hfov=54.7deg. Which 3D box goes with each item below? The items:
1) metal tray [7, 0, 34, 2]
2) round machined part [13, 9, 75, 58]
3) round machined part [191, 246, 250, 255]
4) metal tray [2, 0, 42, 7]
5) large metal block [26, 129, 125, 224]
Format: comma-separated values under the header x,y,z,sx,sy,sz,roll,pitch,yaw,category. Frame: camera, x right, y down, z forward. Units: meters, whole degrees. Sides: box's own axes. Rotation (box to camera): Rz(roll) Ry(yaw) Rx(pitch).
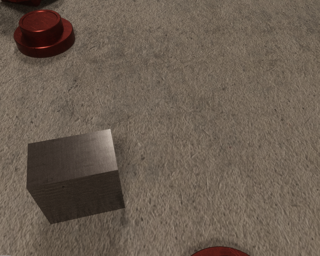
x,y,z,sx,sy,sz,roll,pitch,yaw,category
-0.263,-0.279,0.599,0.090,0.030,0.131,26,36,16,metal tray
-0.200,-0.167,0.530,0.099,0.042,0.098,0,50,0,round machined part
0.057,0.151,0.266,0.099,0.042,0.098,0,50,0,round machined part
-0.267,-0.313,0.621,0.090,0.030,0.130,13,77,13,metal tray
-0.084,0.052,0.323,0.081,0.080,0.050,-10,51,-9,large metal block
